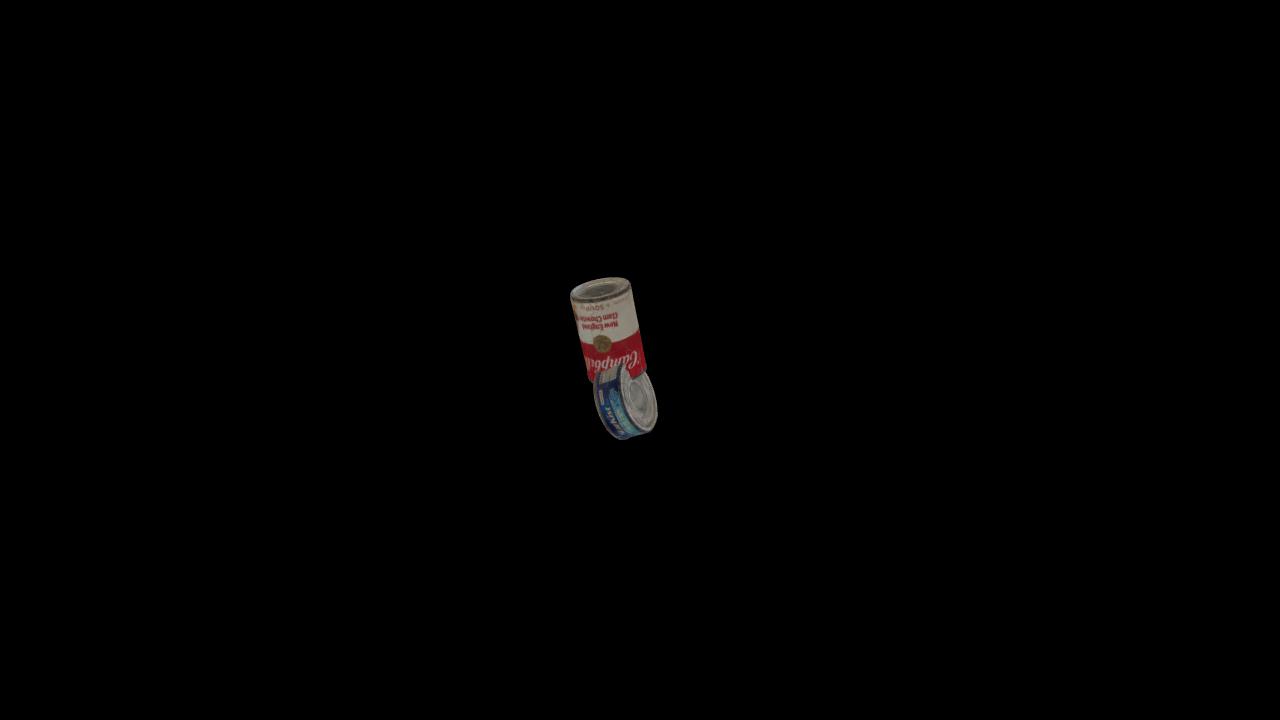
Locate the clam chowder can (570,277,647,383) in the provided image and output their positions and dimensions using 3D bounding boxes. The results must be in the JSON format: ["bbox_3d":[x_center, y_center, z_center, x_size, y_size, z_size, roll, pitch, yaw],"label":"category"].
[{"bbox_3d":[-0.034,-0.032,0.670,0.068,0.102,0.068,-9,24,4],"label":"clam chowder can"}]

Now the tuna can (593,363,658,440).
[{"bbox_3d":[-0.014,0.043,0.668,0.034,0.084,0.084,-18,-8,25],"label":"tuna can"}]
